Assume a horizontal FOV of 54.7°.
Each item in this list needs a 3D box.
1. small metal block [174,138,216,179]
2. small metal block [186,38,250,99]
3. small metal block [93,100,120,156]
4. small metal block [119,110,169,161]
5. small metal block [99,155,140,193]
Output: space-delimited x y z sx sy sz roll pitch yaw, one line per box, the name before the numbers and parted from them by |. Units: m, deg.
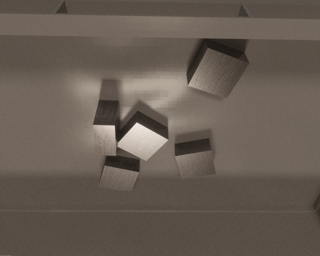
small metal block | 0.051 0.045 0.448 0.050 0.025 0.050 -10 130 8
small metal block | 0.064 -0.067 0.353 0.050 0.025 0.050 16 128 -14
small metal block | -0.066 0.000 0.391 0.025 0.050 0.050 2 130 -2
small metal block | -0.024 0.012 0.419 0.050 0.025 0.050 30 124 -23
small metal block | -0.061 0.068 0.467 0.050 0.025 0.050 13 129 -12
